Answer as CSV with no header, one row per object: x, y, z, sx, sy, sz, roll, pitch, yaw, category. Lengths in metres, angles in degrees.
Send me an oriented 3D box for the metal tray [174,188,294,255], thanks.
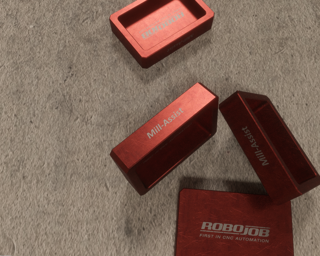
0.084,0.122,0.362,0.131,0.030,0.090,5,70,1,metal tray

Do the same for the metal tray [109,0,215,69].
0.003,-0.158,0.463,0.131,0.030,0.090,-34,74,-12,metal tray

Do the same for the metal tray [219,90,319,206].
0.132,0.019,0.368,0.091,0.030,0.130,-1,58,-49,metal tray

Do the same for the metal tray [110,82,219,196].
0.011,0.016,0.365,0.130,0.090,0.030,-39,63,-13,metal tray
